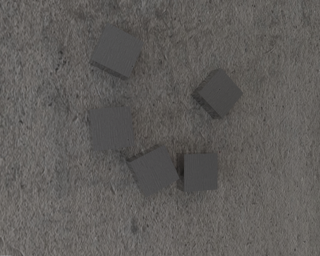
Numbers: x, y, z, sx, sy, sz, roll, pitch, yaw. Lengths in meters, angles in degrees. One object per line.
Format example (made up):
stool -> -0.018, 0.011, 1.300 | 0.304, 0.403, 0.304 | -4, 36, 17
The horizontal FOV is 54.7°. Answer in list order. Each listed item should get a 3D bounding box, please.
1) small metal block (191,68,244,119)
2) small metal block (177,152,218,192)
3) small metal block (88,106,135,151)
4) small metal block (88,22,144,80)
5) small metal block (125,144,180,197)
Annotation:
small metal block -> 0.081, -0.048, 0.439 | 0.050, 0.025, 0.050 | 45, 76, -15
small metal block -> 0.051, 0.060, 0.428 | 0.050, 0.025, 0.050 | 0, 90, -20
small metal block -> -0.062, 0.000, 0.386 | 0.050, 0.025, 0.050 | -7, 92, -20
small metal block -> -0.055, -0.094, 0.388 | 0.050, 0.025, 0.050 | 24, 82, -19
small metal block -> -0.010, 0.054, 0.405 | 0.050, 0.025, 0.050 | -26, 99, -18
